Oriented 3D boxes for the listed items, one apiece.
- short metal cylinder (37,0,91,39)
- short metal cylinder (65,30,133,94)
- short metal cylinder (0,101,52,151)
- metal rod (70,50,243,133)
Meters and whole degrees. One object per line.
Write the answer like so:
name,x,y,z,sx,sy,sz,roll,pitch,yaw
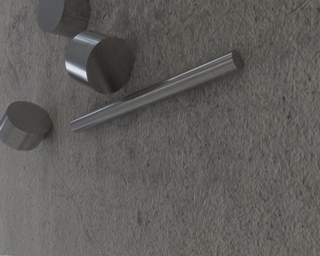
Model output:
short metal cylinder,-0.163,-0.196,0.523,0.080,0.050,0.080,0,90,40
short metal cylinder,-0.085,-0.093,0.439,0.050,0.081,0.079,27,107,37
short metal cylinder,-0.252,-0.004,0.577,0.050,0.081,0.080,-47,62,30
metal rod,-0.028,-0.038,0.428,0.299,0.025,0.025,-17,79,38
